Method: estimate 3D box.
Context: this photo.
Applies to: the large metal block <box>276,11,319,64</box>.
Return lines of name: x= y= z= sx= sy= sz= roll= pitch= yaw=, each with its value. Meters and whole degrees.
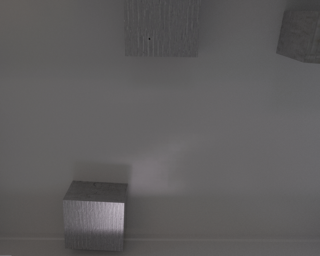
large metal block: x=0.188 y=-0.101 z=0.346 sx=0.081 sy=0.080 sz=0.050 roll=4 pitch=110 yaw=-2

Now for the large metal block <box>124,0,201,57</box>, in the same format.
large metal block: x=0.002 y=-0.125 z=0.352 sx=0.081 sy=0.050 sz=0.079 roll=1 pitch=110 yaw=-1

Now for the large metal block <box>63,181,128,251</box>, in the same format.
large metal block: x=-0.090 y=0.125 z=0.443 sx=0.081 sy=0.050 sz=0.079 roll=3 pitch=110 yaw=-2
